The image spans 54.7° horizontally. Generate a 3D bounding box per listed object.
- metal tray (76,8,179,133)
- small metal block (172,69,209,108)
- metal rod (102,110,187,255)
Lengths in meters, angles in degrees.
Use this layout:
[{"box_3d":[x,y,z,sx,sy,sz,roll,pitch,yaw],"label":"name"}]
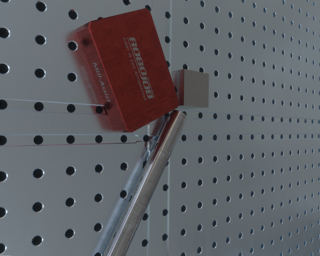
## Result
[{"box_3d":[-0.034,-0.070,0.378,0.091,0.030,0.129,-30,109,-36],"label":"metal tray"},{"box_3d":[0.044,-0.055,0.446,0.050,0.025,0.050,1,89,-40],"label":"small metal block"},{"box_3d":[-0.034,0.109,0.380,0.025,0.025,0.300,39,66,-33],"label":"metal rod"}]
